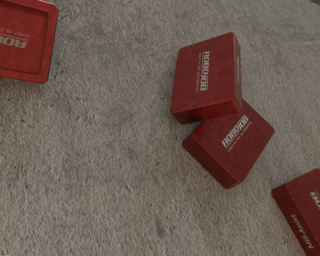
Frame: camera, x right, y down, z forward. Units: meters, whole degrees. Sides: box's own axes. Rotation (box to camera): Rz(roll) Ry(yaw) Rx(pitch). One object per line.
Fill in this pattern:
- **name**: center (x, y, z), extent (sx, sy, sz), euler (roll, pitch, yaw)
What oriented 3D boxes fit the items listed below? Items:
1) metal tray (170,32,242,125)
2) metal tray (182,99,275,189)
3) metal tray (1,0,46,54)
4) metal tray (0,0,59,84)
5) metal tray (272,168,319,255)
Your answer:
- **metal tray**: center (0.067, -0.072, 0.441), extent (0.030, 0.090, 0.130), euler (50, 39, -44)
- **metal tray**: center (0.103, 0.013, 0.448), extent (0.090, 0.030, 0.131), euler (45, 51, 3)
- **metal tray**: center (-0.195, -0.160, 0.393), extent (0.091, 0.030, 0.130), euler (7, 59, -25)
- **metal tray**: center (-0.184, -0.103, 0.333), extent (0.131, 0.030, 0.089), euler (8, 94, -24)
- **metal tray**: center (0.229, 0.131, 0.443), extent (0.091, 0.030, 0.130), euler (-14, 69, -34)
